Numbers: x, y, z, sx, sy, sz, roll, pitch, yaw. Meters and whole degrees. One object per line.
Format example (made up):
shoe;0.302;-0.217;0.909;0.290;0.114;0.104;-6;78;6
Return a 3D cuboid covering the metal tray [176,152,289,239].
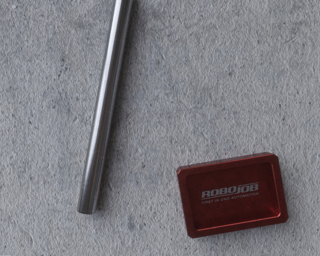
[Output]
metal tray;0.093;0.087;0.408;0.131;0.030;0.089;-10;90;-1

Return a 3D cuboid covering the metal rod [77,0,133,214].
metal rod;-0.071;-0.037;0.409;0.025;0.025;0.298;10;90;-1
